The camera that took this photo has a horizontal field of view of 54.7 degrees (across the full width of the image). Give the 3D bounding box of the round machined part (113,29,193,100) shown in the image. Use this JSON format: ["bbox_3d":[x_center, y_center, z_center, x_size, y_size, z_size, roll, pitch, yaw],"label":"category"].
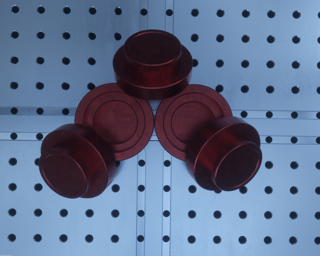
[{"bbox_3d":[-0.009,-0.084,0.379,0.099,0.042,0.098,1,52,0],"label":"round machined part"}]

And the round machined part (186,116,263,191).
[{"bbox_3d":[0.085,0.038,0.379,0.099,0.042,0.097,-13,123,-22],"label":"round machined part"}]

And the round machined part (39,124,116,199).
[{"bbox_3d":[-0.107,0.047,0.380,0.098,0.042,0.097,10,119,20],"label":"round machined part"}]

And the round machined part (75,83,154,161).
[{"bbox_3d":[-0.057,-0.007,0.403,0.099,0.042,0.097,0,90,-1],"label":"round machined part"}]

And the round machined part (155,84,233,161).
[{"bbox_3d":[0.042,-0.006,0.405,0.099,0.042,0.097,0,90,-1],"label":"round machined part"}]
